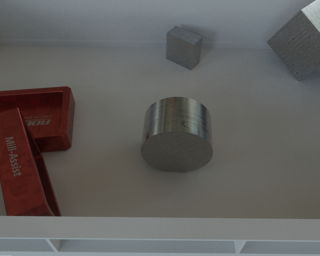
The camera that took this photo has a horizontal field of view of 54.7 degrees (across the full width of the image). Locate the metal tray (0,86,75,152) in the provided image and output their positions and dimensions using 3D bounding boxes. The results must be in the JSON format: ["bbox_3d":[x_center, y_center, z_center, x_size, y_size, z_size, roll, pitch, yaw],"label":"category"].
[{"bbox_3d":[-0.183,-0.010,0.407,0.131,0.030,0.090,-5,50,-5],"label":"metal tray"}]

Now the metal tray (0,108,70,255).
[{"bbox_3d":[-0.133,0.053,0.316,0.030,0.089,0.130,-21,53,-17],"label":"metal tray"}]

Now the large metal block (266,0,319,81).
[{"bbox_3d":[0.223,-0.130,0.463,0.050,0.080,0.080,-35,85,-23],"label":"large metal block"}]

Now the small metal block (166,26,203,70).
[{"bbox_3d":[0.038,-0.128,0.497,0.050,0.050,0.025,30,56,22],"label":"small metal block"}]

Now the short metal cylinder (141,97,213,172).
[{"bbox_3d":[0.020,0.010,0.362,0.080,0.080,0.050,3,50,2],"label":"short metal cylinder"}]
